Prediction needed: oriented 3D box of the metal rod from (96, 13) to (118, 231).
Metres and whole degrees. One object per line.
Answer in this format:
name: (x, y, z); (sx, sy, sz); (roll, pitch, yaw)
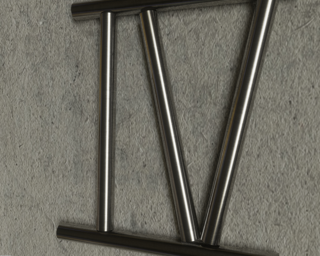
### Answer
metal rod: (-0.074, -0.008, 0.434); (0.025, 0.025, 0.298); (1, 90, 19)

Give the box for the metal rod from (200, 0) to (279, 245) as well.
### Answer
metal rod: (0.095, -0.005, 0.376); (0.025, 0.025, 0.298); (14, 94, 19)

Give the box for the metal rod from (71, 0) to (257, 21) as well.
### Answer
metal rod: (0.020, -0.167, 0.402); (0.301, 0.025, 0.025); (1, 91, 19)

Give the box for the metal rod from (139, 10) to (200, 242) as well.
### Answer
metal rod: (0.012, -0.006, 0.404); (0.025, 0.025, 0.298); (-12, 86, 19)

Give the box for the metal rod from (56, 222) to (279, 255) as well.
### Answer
metal rod: (-0.004, 0.155, 0.410); (0.301, 0.025, 0.025); (1, 91, 19)
